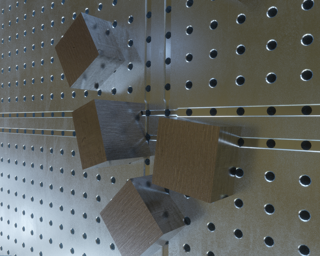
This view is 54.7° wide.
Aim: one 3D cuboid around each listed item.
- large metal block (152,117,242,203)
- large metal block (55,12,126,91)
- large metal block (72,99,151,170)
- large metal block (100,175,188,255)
[{"bbox_3d":[0.041,0.032,0.358,0.080,0.050,0.079,11,97,39],"label":"large metal block"},{"bbox_3d":[-0.110,-0.116,0.482,0.080,0.050,0.080,-38,67,33],"label":"large metal block"},{"bbox_3d":[-0.066,0.009,0.425,0.050,0.081,0.080,-22,76,37],"label":"large metal block"},{"bbox_3d":[-0.024,0.120,0.411,0.080,0.050,0.080,-50,61,28],"label":"large metal block"}]
